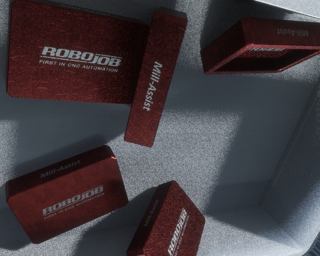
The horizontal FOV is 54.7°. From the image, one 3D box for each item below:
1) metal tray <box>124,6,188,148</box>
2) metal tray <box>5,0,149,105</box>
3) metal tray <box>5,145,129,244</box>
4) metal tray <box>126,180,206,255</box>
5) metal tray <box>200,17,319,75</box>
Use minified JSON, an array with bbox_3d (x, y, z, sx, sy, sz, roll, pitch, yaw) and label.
[{"bbox_3d":[-0.004,-0.056,0.327,0.030,0.090,0.129,15,114,-3],"label":"metal tray"},{"bbox_3d":[-0.082,-0.074,0.315,0.131,0.030,0.089,1,118,-29],"label":"metal tray"},{"bbox_3d":[-0.113,0.085,0.396,0.131,0.030,0.089,-21,127,-16],"label":"metal tray"},{"bbox_3d":[0.015,0.148,0.429,0.030,0.130,0.090,-26,109,33],"label":"metal tray"},{"bbox_3d":[0.127,-0.095,0.377,0.131,0.090,0.030,-6,81,-26],"label":"metal tray"}]
